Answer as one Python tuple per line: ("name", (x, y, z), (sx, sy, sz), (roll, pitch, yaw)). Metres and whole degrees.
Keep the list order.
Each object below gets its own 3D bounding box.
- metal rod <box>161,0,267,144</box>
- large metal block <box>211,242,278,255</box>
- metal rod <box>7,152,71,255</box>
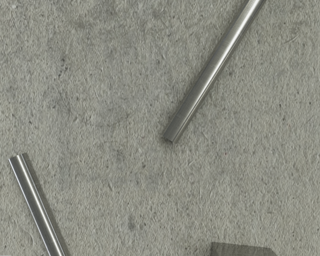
("metal rod", (0.091, -0.112, 0.411), (0.025, 0.025, 0.299), (32, 90, -1))
("large metal block", (0.107, 0.200, 0.399), (0.081, 0.050, 0.079), (7, 90, -1))
("metal rod", (-0.130, 0.175, 0.408), (0.025, 0.025, 0.299), (-23, 90, 0))
